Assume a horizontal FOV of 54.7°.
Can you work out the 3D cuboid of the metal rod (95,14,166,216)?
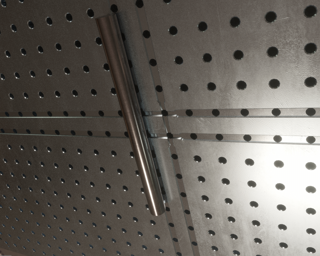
[{"bbox_3d":[-0.033,0.000,0.427,0.025,0.025,0.298,1,119,27],"label":"metal rod"}]
